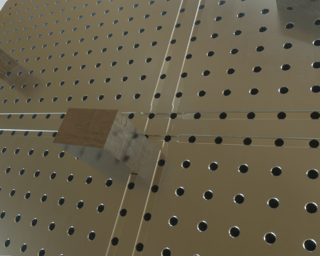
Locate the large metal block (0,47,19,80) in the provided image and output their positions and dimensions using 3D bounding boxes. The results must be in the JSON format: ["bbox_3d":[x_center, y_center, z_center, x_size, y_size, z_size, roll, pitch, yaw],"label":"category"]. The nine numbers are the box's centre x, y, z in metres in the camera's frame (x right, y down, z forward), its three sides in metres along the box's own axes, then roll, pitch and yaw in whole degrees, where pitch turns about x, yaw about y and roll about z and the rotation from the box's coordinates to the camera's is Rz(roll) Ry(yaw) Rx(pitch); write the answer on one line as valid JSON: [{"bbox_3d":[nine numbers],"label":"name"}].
[{"bbox_3d":[-0.366,-0.160,0.666,0.050,0.080,0.080,-50,51,-6],"label":"large metal block"}]

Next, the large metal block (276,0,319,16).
[{"bbox_3d":[0.209,-0.199,0.405,0.080,0.050,0.080,-48,51,-6],"label":"large metal block"}]

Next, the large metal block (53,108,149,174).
[{"bbox_3d":[-0.073,0.017,0.402,0.080,0.080,0.050,4,64,30],"label":"large metal block"}]
